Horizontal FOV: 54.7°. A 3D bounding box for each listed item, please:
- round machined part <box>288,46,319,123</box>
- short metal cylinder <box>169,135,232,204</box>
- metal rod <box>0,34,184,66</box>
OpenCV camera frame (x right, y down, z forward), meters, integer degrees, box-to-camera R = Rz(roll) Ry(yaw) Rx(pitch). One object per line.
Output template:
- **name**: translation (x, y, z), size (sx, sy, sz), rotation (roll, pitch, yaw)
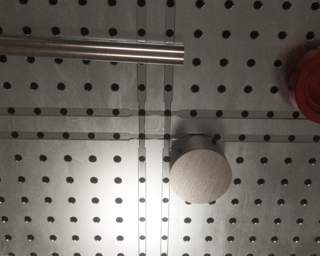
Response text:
- **round machined part**: translation (0.209, -0.057, 0.387), size (0.099, 0.042, 0.097), rotation (0, 110, -1)
- **short metal cylinder**: translation (0.052, 0.055, 0.421), size (0.081, 0.050, 0.079), rotation (0, 110, -1)
- **metal rod**: translation (-0.122, -0.097, 0.375), size (0.302, 0.025, 0.025), rotation (3, 110, -2)
